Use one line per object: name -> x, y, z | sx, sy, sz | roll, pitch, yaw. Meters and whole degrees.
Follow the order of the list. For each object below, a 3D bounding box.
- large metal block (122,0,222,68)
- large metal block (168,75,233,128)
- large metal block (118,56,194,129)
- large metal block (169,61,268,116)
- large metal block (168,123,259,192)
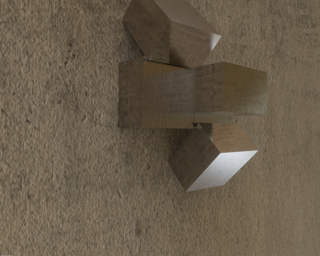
large metal block -> 0.013, -0.121, 0.375 | 0.081, 0.050, 0.080 | 1, 46, -40
large metal block -> 0.058, -0.039, 0.439 | 0.081, 0.050, 0.079 | 1, 90, -40
large metal block -> -0.004, -0.040, 0.386 | 0.081, 0.050, 0.079 | 1, 90, -40
large metal block -> 0.068, -0.041, 0.365 | 0.081, 0.080, 0.050 | 2, 89, -40
large metal block -> 0.072, 0.039, 0.425 | 0.081, 0.080, 0.050 | 1, 46, -41
